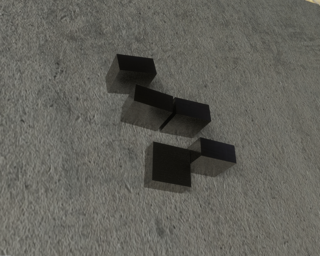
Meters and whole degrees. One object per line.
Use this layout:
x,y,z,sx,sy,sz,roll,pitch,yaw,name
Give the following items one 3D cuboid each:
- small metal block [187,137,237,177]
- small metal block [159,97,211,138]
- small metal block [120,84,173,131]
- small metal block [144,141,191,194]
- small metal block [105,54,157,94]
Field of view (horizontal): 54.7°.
0.061,0.039,0.396,0.050,0.050,0.025,14,56,-21,small metal block
0.032,-0.012,0.412,0.050,0.050,0.025,11,57,-23,small metal block
-0.017,-0.024,0.393,0.050,0.050,0.025,16,56,-19,small metal block
0.009,0.049,0.379,0.050,0.025,0.050,14,56,-21,small metal block
-0.039,-0.069,0.408,0.050,0.050,0.025,1,62,-28,small metal block
